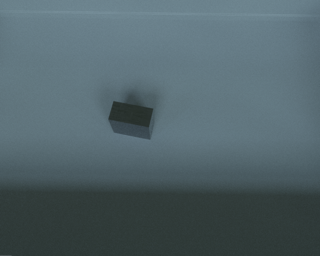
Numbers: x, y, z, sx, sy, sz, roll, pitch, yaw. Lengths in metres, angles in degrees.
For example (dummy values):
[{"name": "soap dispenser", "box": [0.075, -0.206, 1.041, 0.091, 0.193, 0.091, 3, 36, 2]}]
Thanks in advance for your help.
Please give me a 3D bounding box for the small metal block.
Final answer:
[{"name": "small metal block", "box": [-0.035, -0.009, 0.399, 0.050, 0.050, 0.025, 11, 71, 4]}]
